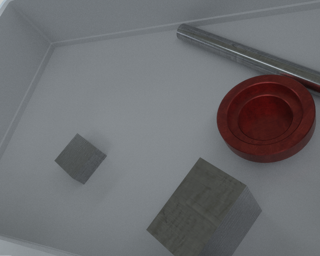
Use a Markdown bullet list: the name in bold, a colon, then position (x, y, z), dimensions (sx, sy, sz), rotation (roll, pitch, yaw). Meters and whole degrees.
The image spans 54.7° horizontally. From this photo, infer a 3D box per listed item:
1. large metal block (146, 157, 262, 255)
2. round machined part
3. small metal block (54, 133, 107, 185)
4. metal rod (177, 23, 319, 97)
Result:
- **large metal block**: position (0.046, 0.087, 0.292), dimensions (0.050, 0.080, 0.080), rotation (31, 79, 37)
- **round machined part**: position (0.115, -0.007, 0.338), dimensions (0.098, 0.042, 0.098), rotation (-13, 56, 20)
- **small metal block**: position (-0.112, 0.043, 0.436), dimensions (0.050, 0.025, 0.050), rotation (30, 78, 37)
- **metal rod**: position (0.132, -0.080, 0.385), dimensions (0.300, 0.025, 0.025), rotation (35, 81, 38)
